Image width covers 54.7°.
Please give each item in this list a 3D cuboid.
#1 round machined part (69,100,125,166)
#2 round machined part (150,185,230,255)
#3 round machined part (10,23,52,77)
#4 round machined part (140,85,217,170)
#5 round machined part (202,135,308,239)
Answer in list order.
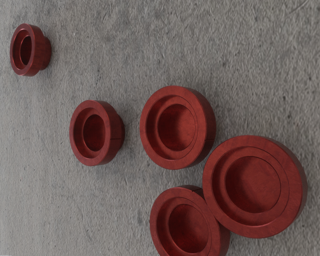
[{"bbox_3d":[-0.091,0.007,0.469,0.098,0.042,0.097,0,90,40],"label":"round machined part"},{"bbox_3d":[0.038,0.115,0.363,0.098,0.042,0.097,0,90,40],"label":"round machined part"},{"bbox_3d":[-0.246,-0.148,0.598,0.098,0.042,0.097,0,90,40],"label":"round machined part"},{"bbox_3d":[0.025,0.000,0.373,0.098,0.042,0.097,0,90,40],"label":"round machined part"},{"bbox_3d":[0.096,0.056,0.312,0.098,0.042,0.097,-2,86,36],"label":"round machined part"}]
